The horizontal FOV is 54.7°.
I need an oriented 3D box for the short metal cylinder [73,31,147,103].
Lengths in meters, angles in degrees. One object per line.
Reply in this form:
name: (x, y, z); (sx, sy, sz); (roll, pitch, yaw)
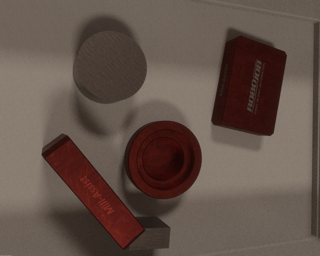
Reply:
short metal cylinder: (-0.062, -0.071, 0.375); (0.081, 0.050, 0.079); (0, 90, -21)

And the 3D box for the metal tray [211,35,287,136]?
metal tray: (0.133, -0.060, 0.459); (0.091, 0.030, 0.129); (13, 86, -20)

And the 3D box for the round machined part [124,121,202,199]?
round machined part: (0.001, 0.039, 0.403); (0.099, 0.042, 0.097); (0, 90, -21)

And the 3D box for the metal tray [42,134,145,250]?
metal tray: (-0.078, 0.066, 0.347); (0.030, 0.090, 0.130); (-40, 103, -16)

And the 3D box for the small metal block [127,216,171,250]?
small metal block: (-0.020, 0.131, 0.391); (0.050, 0.050, 0.025); (5, 89, -20)
